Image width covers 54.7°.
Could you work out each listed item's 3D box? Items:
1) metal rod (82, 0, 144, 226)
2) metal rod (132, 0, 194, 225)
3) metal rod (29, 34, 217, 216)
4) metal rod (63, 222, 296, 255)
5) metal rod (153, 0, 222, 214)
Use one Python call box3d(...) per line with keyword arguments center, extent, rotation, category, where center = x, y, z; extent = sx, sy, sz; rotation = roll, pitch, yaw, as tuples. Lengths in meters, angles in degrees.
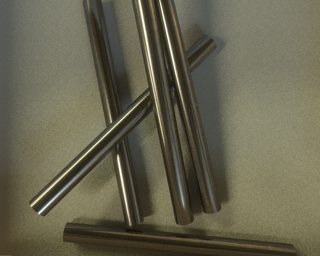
box3d(center=(-0.062, -0.021, 0.410), extent=(0.025, 0.025, 0.298), rotation=(-11, 90, 0), category="metal rod")
box3d(center=(0.005, -0.019, 0.376), extent=(0.025, 0.025, 0.298), rotation=(-11, 104, 0), category="metal rod")
box3d(center=(-0.039, -0.010, 0.388), extent=(0.025, 0.025, 0.301), rotation=(45, 81, 0), category="metal rod")
box3d(center=(0.026, 0.153, 0.411), extent=(0.302, 0.025, 0.025), rotation=(6, 90, -1), category="metal rod")
box3d(center=(0.033, -0.033, 0.383), extent=(0.025, 0.025, 0.298), rotation=(-15, 102, 0), category="metal rod")
